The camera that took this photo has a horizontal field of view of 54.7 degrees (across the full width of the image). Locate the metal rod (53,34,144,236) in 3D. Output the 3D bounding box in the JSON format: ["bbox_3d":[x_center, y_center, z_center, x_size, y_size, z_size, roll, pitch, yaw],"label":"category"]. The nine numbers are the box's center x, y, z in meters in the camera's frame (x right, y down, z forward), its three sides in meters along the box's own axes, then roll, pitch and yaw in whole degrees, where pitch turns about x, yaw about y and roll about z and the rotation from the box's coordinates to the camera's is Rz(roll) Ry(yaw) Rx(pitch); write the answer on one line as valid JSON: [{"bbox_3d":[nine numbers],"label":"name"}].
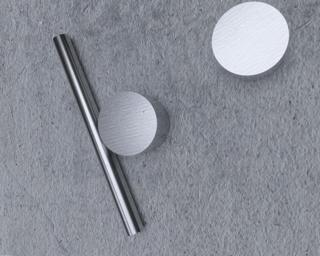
[{"bbox_3d":[-0.090,0.004,0.439,0.025,0.025,0.299,-25,82,18],"label":"metal rod"}]

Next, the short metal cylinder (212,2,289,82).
[{"bbox_3d":[0.105,-0.097,0.359,0.080,0.050,0.079,0,90,19],"label":"short metal cylinder"}]

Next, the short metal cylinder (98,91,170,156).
[{"bbox_3d":[-0.033,-0.006,0.406,0.080,0.050,0.079,0,90,19],"label":"short metal cylinder"}]
